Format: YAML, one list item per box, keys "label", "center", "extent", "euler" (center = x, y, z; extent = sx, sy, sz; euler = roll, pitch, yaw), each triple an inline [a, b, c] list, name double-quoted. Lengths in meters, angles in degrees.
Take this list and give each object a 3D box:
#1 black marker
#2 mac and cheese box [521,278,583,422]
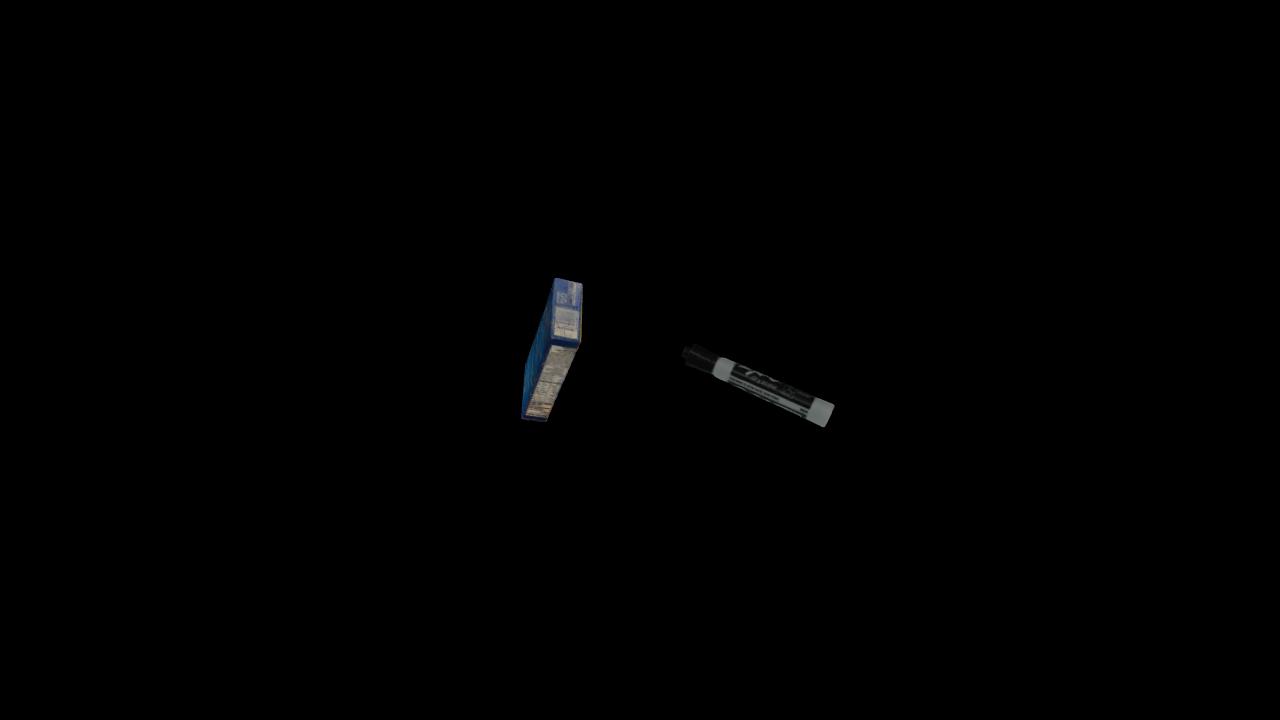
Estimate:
- label: "black marker"
  center: [0.088, 0.017, 0.471]
  extent: [0.121, 0.020, 0.020]
  euler: [25, 7, 16]
- label: "mac and cheese box"
  center: [-0.114, -0.007, 0.778]
  extent: [0.041, 0.093, 0.184]
  euler: [8, -37, -17]
